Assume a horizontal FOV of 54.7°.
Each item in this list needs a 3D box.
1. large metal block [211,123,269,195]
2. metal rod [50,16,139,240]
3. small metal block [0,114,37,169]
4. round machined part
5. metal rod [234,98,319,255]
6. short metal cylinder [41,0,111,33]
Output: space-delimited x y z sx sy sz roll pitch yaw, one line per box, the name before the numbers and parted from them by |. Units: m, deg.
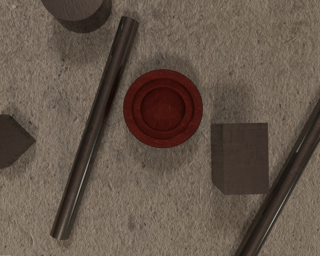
large metal block | 0.095 0.034 0.384 0.050 0.080 0.079 -1 90 0
metal rod | -0.086 0.000 0.408 0.025 0.025 0.298 18 90 -1
small metal block | -0.203 0.017 0.407 0.050 0.025 0.050 -45 91 0
round machined part | 0.004 -0.024 0.402 0.099 0.042 0.097 0 90 -1
metal rod | 0.172 0.064 0.412 0.025 0.025 0.299 29 90 -1
short metal cylinder | -0.106 -0.168 0.396 0.081 0.050 0.079 0 90 -1
